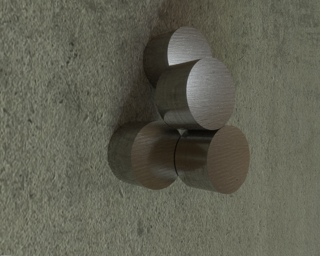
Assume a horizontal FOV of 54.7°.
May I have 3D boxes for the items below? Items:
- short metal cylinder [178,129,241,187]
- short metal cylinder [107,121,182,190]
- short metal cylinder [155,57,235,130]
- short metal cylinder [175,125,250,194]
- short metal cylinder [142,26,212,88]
[{"bbox_3d":[0.073,0.042,0.450,0.081,0.050,0.080,0,90,-40],"label":"short metal cylinder"},{"bbox_3d":[-0.016,0.031,0.376,0.081,0.050,0.080,0,90,-40],"label":"short metal cylinder"},{"bbox_3d":[0.042,-0.038,0.359,0.081,0.050,0.080,0,90,-40],"label":"short metal cylinder"},{"bbox_3d":[0.065,0.037,0.378,0.081,0.050,0.080,0,90,-40],"label":"short metal cylinder"},{"bbox_3d":[0.024,-0.088,0.410,0.081,0.050,0.080,0,90,-40],"label":"short metal cylinder"}]
